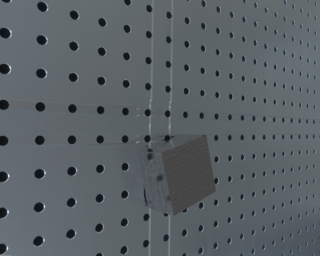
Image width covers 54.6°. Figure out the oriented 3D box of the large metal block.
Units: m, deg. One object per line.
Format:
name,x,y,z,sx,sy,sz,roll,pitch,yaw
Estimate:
large metal block,0.023,0.058,0.411,0.081,0.050,0.080,-18,102,-38
